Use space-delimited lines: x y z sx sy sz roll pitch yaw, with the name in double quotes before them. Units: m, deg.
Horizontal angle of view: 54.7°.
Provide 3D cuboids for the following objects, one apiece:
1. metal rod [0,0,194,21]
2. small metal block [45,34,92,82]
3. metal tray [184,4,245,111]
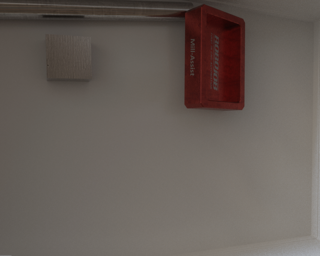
"metal rod" -0.099 -0.143 0.373 0.303 0.025 0.025 -7 93 -20
"small metal block" -0.109 -0.082 0.370 0.050 0.025 0.050 -2 91 -20
"metal tray" 0.076 -0.090 0.422 0.091 0.030 0.129 0 90 -39
